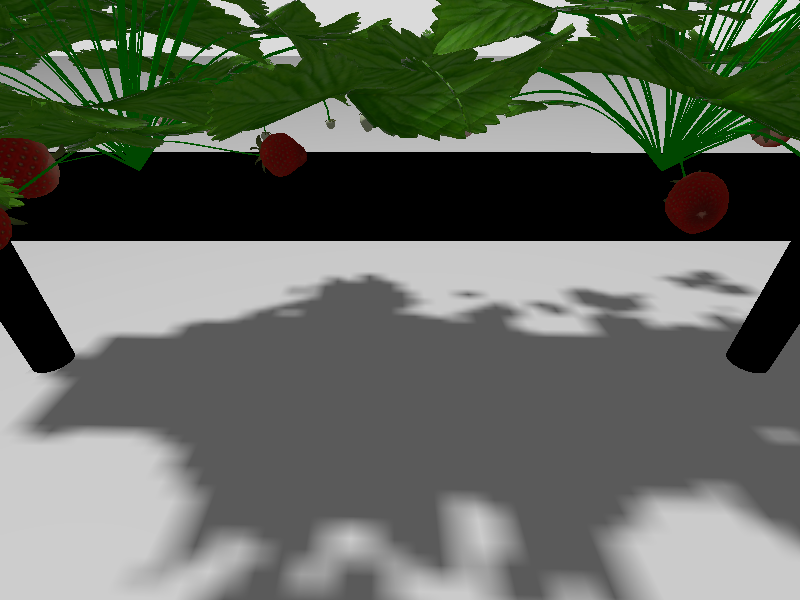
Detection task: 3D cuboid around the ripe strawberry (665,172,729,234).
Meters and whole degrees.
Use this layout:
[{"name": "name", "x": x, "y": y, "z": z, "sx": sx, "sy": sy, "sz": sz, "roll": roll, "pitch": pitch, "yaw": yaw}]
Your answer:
[{"name": "ripe strawberry", "x": 0.165, "y": -0.053, "z": 0.222, "sx": 0.029, "sy": 0.033, "sz": 0.032, "roll": 14, "pitch": 36, "yaw": 20}]

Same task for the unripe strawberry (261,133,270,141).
[{"name": "unripe strawberry", "x": -0.145, "y": -0.176, "z": 0.433, "sx": 0.011, "sy": 0.010, "sz": 0.010, "roll": 22, "pitch": 39, "yaw": 30}]

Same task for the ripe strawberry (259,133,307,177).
[{"name": "ripe strawberry", "x": -0.091, "y": -0.114, "z": 0.317, "sx": 0.034, "sy": 0.033, "sz": 0.037, "roll": 5, "pitch": 33, "yaw": 7}]

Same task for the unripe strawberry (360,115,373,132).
[{"name": "unripe strawberry", "x": -0.039, "y": -0.215, "z": 0.484, "sx": 0.021, "sy": 0.022, "sz": 0.020, "roll": -27, "pitch": 41, "yaw": -35}]

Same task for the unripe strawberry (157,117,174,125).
[{"name": "unripe strawberry", "x": -0.290, "y": -0.221, "z": 0.495, "sx": 0.018, "sy": 0.021, "sz": 0.020, "roll": -11, "pitch": -21, "yaw": -16}]

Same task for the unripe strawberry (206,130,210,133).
[{"name": "unripe strawberry", "x": -0.226, "y": -0.215, "z": 0.481, "sx": 0.026, "sy": 0.028, "sz": 0.029, "roll": 0, "pitch": 30, "yaw": -1}]

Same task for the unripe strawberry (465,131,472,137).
[{"name": "unripe strawberry", "x": 0.067, "y": -0.200, "z": 0.455, "sx": 0.034, "sy": 0.033, "sz": 0.032, "roll": -2, "pitch": 23, "yaw": 47}]

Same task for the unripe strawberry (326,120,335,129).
[{"name": "unripe strawberry", "x": -0.075, "y": -0.190, "z": 0.434, "sx": 0.010, "sy": 0.010, "sz": 0.009, "roll": -23, "pitch": 39, "yaw": -31}]

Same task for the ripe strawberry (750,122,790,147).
[{"name": "ripe strawberry", "x": 0.395, "y": -0.182, "z": 0.421, "sx": 0.041, "sy": 0.041, "sz": 0.038, "roll": -14, "pitch": 35, "yaw": -28}]

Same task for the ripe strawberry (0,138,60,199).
[{"name": "ripe strawberry", "x": -0.261, "y": -0.088, "z": 0.265, "sx": 0.051, "sy": 0.045, "sz": 0.046, "roll": 14, "pitch": 36, "yaw": 20}]

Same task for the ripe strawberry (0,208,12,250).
[{"name": "ripe strawberry", "x": -0.217, "y": -0.036, "z": 0.195, "sx": 0.038, "sy": 0.033, "sz": 0.038, "roll": -1, "pitch": 33, "yaw": -2}]
